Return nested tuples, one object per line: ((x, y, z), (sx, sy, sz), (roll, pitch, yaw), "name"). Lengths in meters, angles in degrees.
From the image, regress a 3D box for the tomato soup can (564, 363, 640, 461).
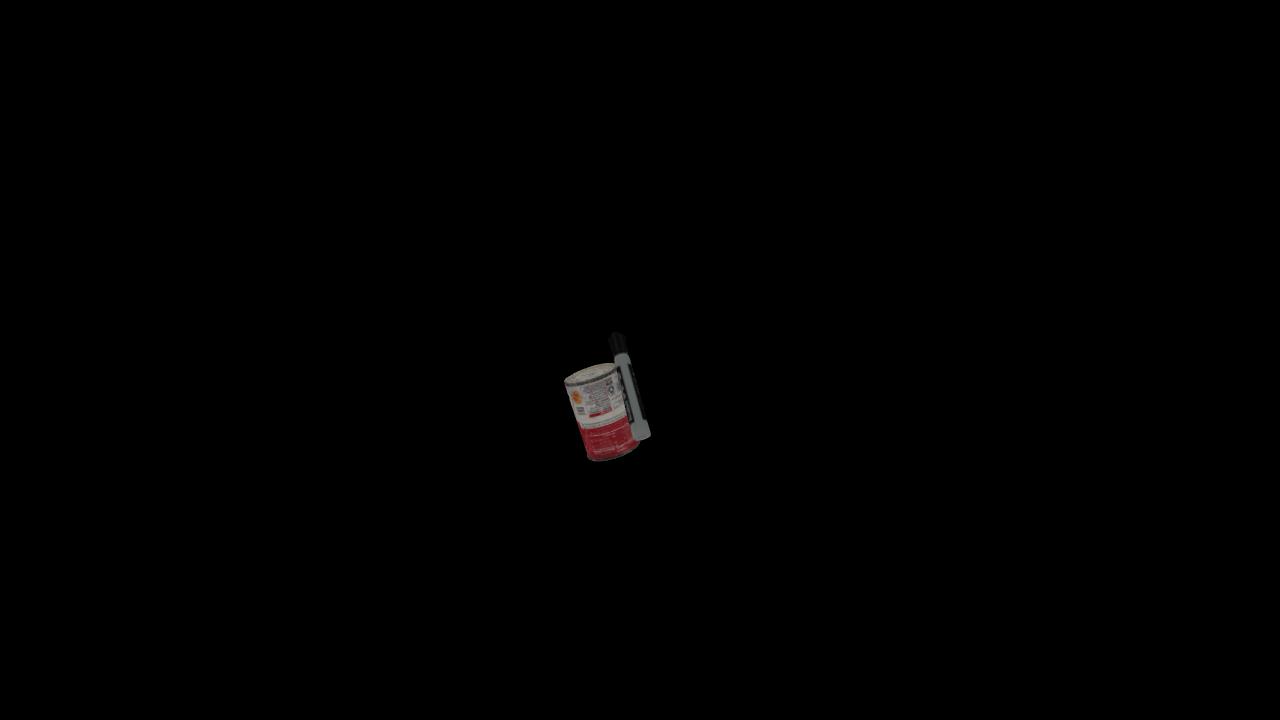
((-0.046, 0.061, 0.737), (0.068, 0.101, 0.068), (-16, 13, 4), "tomato soup can")

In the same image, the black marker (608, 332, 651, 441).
((-0.012, 0.024, 0.637), (0.020, 0.121, 0.020), (-12, -25, -6), "black marker")
